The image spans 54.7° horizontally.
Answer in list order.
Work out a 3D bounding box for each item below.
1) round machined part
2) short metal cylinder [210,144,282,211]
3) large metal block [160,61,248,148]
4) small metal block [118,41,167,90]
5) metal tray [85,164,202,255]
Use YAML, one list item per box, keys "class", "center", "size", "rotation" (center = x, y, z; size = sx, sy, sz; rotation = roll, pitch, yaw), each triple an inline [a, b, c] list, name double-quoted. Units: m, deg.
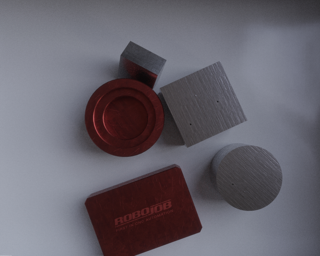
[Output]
- class: "round machined part"
  center: [-0.044, -0.013, 0.402]
  size: [0.099, 0.042, 0.097]
  rotation: [0, 90, -1]
- class: "short metal cylinder"
  center: [0.108, 0.061, 0.400]
  size: [0.081, 0.050, 0.079]
  rotation: [0, 90, -1]
- class: "large metal block"
  center: [0.053, -0.029, 0.400]
  size: [0.080, 0.050, 0.080]
  rotation: [-25, 90, -1]
- class: "small metal block"
  center: [-0.024, -0.076, 0.396]
  size: [0.050, 0.050, 0.025]
  rotation: [28, 67, -1]
- class: "metal tray"
  center: [-0.021, 0.111, 0.409]
  size: [0.131, 0.030, 0.090]
  rotation: [-20, 90, -1]
